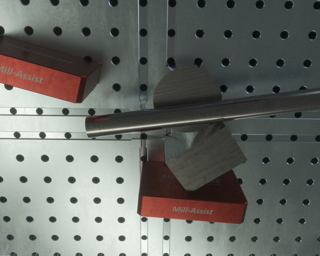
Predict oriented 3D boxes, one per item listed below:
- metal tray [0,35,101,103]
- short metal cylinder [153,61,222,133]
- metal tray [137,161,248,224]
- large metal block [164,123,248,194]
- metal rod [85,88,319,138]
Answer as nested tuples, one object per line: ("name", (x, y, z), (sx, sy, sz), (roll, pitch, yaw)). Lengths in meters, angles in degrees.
("metal tray", (-0.141, -0.070, 0.351), (0.131, 0.090, 0.030), (15, 110, -6))
("short metal cylinder", (0.032, -0.040, 0.385), (0.081, 0.050, 0.079), (0, 110, 0))
("metal tray", (0.039, 0.082, 0.409), (0.131, 0.090, 0.030), (5, 110, -2))
("large metal block", (0.053, 0.025, 0.394), (0.080, 0.080, 0.050), (-32, 107, 11))
("metal rod", (0.067, -0.019, 0.353), (0.302, 0.025, 0.025), (-7, 110, 2))
